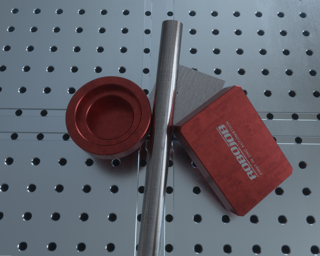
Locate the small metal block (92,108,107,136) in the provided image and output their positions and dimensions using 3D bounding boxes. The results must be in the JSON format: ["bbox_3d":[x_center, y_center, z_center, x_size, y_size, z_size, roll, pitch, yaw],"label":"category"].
[{"bbox_3d":[-0.073,-0.011,0.412,0.050,0.025,0.050,-21,72,-8],"label":"small metal block"}]

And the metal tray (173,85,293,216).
[{"bbox_3d":[0.088,0.027,0.369,0.090,0.030,0.130,-37,99,-12],"label":"metal tray"}]

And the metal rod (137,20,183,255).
[{"bbox_3d":[-0.001,0.025,0.356,0.025,0.025,0.298,6,86,2],"label":"metal rod"}]

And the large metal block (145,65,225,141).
[{"bbox_3d":[0.030,-0.031,0.407,0.080,0.050,0.080,22,71,7],"label":"large metal block"}]

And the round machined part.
[{"bbox_3d":[-0.058,-0.009,0.373,0.099,0.042,0.098,-1,71,3],"label":"round machined part"}]
